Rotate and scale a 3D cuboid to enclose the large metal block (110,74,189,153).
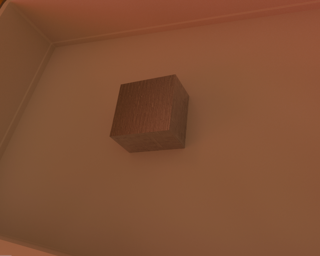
[{"bbox_3d":[-0.011,-0.017,0.404,0.080,0.050,0.080,-7,59,24],"label":"large metal block"}]
